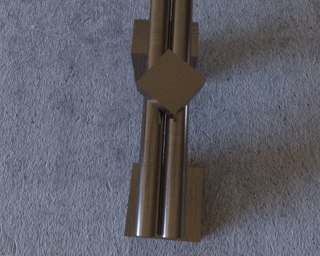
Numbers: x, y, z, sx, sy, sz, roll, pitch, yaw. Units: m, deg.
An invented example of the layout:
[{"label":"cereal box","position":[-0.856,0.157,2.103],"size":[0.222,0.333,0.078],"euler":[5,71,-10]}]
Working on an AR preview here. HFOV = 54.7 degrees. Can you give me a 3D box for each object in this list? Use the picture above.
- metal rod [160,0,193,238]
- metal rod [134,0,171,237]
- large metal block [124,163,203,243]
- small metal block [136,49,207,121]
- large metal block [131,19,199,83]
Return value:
[{"label":"metal rod","position":[0.021,-0.036,0.345],"size":[0.025,0.025,0.299],"euler":[3,77,1]},{"label":"metal rod","position":[-0.005,-0.037,0.346],"size":[0.025,0.025,0.299],"euler":[3,77,1]},{"label":"large metal block","position":[0.006,0.088,0.363],"size":[0.080,0.050,0.080],"euler":[5,70,1]},{"label":"small metal block","position":[0.011,-0.045,0.322],"size":[0.050,0.025,0.050],"euler":[41,80,7]},{"label":"large metal block","position":[0.007,-0.098,0.416],"size":[0.080,0.080,0.050],"euler":[3,70,1]}]
